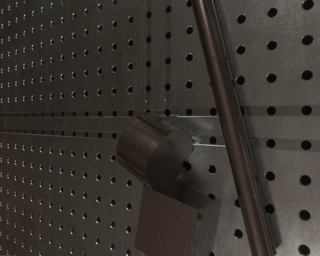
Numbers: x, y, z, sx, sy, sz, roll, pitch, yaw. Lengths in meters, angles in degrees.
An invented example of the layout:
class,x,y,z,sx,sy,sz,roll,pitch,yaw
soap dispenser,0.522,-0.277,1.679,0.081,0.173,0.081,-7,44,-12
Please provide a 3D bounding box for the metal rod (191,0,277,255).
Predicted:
class,x,y,z,sx,sy,sz,roll,pitch,yaw
metal rod,0.078,-0.014,0.343,0.025,0.025,0.298,-19,78,38

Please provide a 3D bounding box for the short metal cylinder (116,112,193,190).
class,x,y,z,sx,sy,sz,roll,pitch,yaw
short metal cylinder,-0.005,0.027,0.376,0.050,0.081,0.079,31,109,35

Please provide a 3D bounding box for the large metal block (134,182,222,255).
class,x,y,z,sx,sy,sz,roll,pitch,yaw
large metal block,0.020,0.117,0.375,0.080,0.050,0.079,14,99,38
